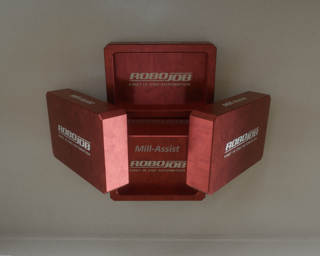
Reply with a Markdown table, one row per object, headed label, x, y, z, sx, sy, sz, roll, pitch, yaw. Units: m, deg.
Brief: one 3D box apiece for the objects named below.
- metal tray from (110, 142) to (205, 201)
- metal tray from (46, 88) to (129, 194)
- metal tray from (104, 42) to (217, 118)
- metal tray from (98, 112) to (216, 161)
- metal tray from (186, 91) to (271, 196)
| label | x | y | z | sx | sy | sz | roll | pitch | yaw |
| --- | --- | --- | --- | --- | --- | --- | --- | --- | --- |
| metal tray | -0.003 | 0.054 | 0.425 | 0.131 | 0.030 | 0.089 | 0 | 110 | -1 |
| metal tray | -0.088 | 0.010 | 0.363 | 0.030 | 0.130 | 0.089 | -17 | 116 | -39 |
| metal tray | 0.001 | -0.060 | 0.384 | 0.131 | 0.030 | 0.089 | 0 | 111 | -1 |
| metal tray | -0.004 | 0.007 | 0.377 | 0.131 | 0.090 | 0.030 | 0 | 110 | -1 |
| metal tray | 0.084 | 0.012 | 0.365 | 0.030 | 0.131 | 0.089 | 18 | 116 | 39 |
